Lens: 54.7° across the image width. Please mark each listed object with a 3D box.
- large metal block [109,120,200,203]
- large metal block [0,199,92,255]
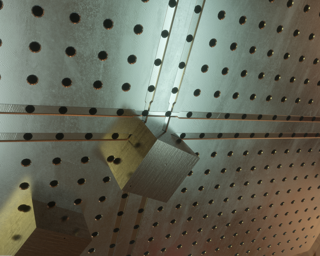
[{"bbox_3d":[-0.007,0.048,0.422,0.080,0.050,0.080,26,104,-38],"label":"large metal block"},{"bbox_3d":[-0.151,0.150,0.406,0.080,0.050,0.080,32,100,-39],"label":"large metal block"}]
